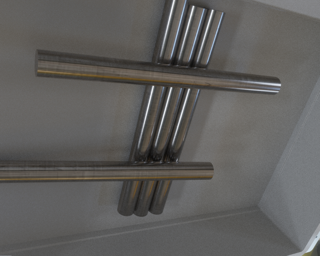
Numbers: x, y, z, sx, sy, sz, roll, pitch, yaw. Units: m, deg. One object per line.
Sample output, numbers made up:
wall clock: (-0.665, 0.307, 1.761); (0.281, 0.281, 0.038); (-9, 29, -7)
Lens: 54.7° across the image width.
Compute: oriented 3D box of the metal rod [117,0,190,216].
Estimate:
metal rod: (-0.015, -0.010, 0.393); (0.025, 0.025, 0.298); (0, 118, -29)

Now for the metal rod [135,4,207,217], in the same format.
metal rod: (0.005, -0.005, 0.407); (0.025, 0.025, 0.298); (1, 118, -29)

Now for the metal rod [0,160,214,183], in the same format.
metal rod: (-0.071, 0.053, 0.377); (0.302, 0.025, 0.025); (3, 117, -22)

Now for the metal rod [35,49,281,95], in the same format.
metal rod: (0.022, -0.058, 0.350); (0.303, 0.025, 0.025); (0, 118, -28)

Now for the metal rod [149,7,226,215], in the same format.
metal rod: (0.028, -0.005, 0.418); (0.025, 0.025, 0.298); (1, 118, -29)
